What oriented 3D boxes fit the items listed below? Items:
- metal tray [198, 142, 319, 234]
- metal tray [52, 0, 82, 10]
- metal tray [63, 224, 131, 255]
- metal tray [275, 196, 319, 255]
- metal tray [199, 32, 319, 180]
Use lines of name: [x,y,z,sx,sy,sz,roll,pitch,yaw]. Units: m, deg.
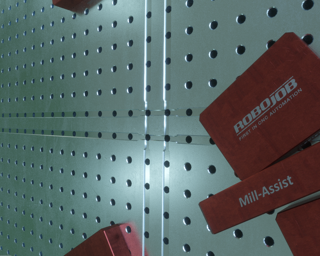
metal tray: [0.110,0.049,0.275,0.130,0.091,0.030,-37,68,33]
metal tray: [-0.134,-0.267,0.514,0.130,0.030,0.090,-15,81,38]
metal tray: [-0.096,0.219,0.483,0.129,0.030,0.090,-41,65,32]
metal tray: [0.178,0.092,0.259,0.130,0.030,0.090,-35,69,34]
metal tray: [0.112,-0.017,0.313,0.129,0.030,0.090,-46,63,30]
